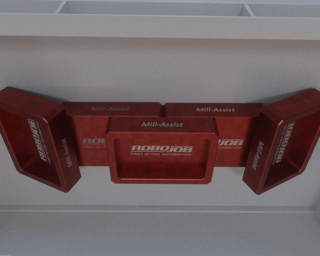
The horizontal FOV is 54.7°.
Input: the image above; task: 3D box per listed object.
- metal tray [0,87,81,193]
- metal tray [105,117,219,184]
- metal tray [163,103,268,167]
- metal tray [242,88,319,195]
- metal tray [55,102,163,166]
[{"bbox_3d":[-0.155,0.018,0.394,0.090,0.030,0.129,17,133,19],"label":"metal tray"},{"bbox_3d":[0.002,0.030,0.390,0.131,0.030,0.089,1,130,-1],"label":"metal tray"},{"bbox_3d":[0.069,0.011,0.415,0.131,0.030,0.089,0,130,0],"label":"metal tray"},{"bbox_3d":[0.160,0.020,0.397,0.091,0.030,0.129,-19,134,-21],"label":"metal tray"},{"bbox_3d":[-0.062,0.010,0.413,0.131,0.030,0.089,0,130,0],"label":"metal tray"}]
